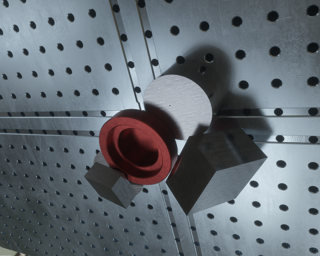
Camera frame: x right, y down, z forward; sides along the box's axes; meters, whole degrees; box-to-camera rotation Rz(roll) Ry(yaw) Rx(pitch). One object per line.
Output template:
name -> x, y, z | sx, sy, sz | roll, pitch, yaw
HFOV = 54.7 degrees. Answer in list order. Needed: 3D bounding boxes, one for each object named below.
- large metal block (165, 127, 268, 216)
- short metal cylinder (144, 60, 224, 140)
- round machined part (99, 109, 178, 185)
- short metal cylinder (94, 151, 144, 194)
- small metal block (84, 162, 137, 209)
large metal block -> 0.064, 0.050, 0.364 | 0.050, 0.081, 0.079 | 55, 138, 34
short metal cylinder -> 0.029, -0.033, 0.360 | 0.080, 0.050, 0.079 | 13, 124, 21
round machined part -> -0.023, 0.020, 0.386 | 0.098, 0.042, 0.097 | 13, 124, 21
short metal cylinder -> -0.049, 0.053, 0.453 | 0.080, 0.050, 0.079 | 13, 124, 21
small metal block -> -0.065, 0.076, 0.412 | 0.050, 0.025, 0.050 | 15, 145, 34
